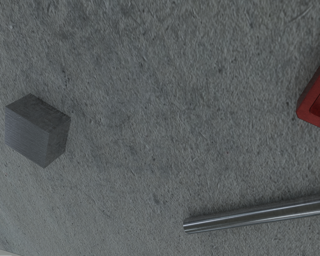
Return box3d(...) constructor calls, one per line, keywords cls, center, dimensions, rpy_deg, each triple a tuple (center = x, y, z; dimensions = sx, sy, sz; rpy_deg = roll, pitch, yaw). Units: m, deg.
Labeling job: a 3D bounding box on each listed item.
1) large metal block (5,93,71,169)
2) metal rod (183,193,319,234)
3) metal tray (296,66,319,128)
box3d(cls="large metal block", center=(-0.196, 0.005, 0.494), dimensions=(0.080, 0.050, 0.079), rpy_deg=(30, 128, 8))
box3d(cls="metal rod", center=(0.155, 0.103, 0.388), dimensions=(0.299, 0.025, 0.025), rpy_deg=(-23, 106, 36))
box3d(cls="metal tray", center=(0.207, -0.024, 0.279), dimensions=(0.130, 0.030, 0.089), rpy_deg=(26, 128, 11))
